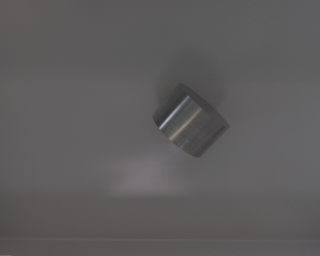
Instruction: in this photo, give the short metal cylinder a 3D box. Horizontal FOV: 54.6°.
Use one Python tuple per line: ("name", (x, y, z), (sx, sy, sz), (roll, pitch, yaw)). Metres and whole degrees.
("short metal cylinder", (0.038, -0.010, 0.379), (0.080, 0.080, 0.050), (38, 106, -13))
